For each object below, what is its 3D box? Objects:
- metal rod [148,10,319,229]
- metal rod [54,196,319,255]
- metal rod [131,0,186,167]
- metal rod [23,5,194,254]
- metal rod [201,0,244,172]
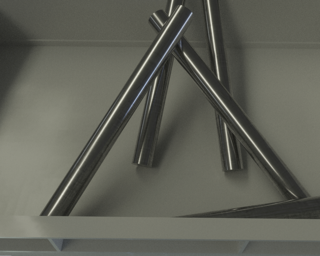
[{"bbox_3d":[0.080,-0.020,0.358,0.025,0.025,0.299,-30,76,-23],"label":"metal rod"},{"bbox_3d":[0.049,0.095,0.304,0.302,0.025,0.025,-8,50,1],"label":"metal rod"},{"bbox_3d":[0.007,-0.097,0.406,0.025,0.025,0.299,10,76,8],"label":"metal rod"},{"bbox_3d":[-0.048,-0.008,0.334,0.025,0.025,0.300,27,79,21],"label":"metal rod"},{"bbox_3d":[0.075,-0.094,0.404,0.025,0.025,0.299,-4,75,-3],"label":"metal rod"}]
